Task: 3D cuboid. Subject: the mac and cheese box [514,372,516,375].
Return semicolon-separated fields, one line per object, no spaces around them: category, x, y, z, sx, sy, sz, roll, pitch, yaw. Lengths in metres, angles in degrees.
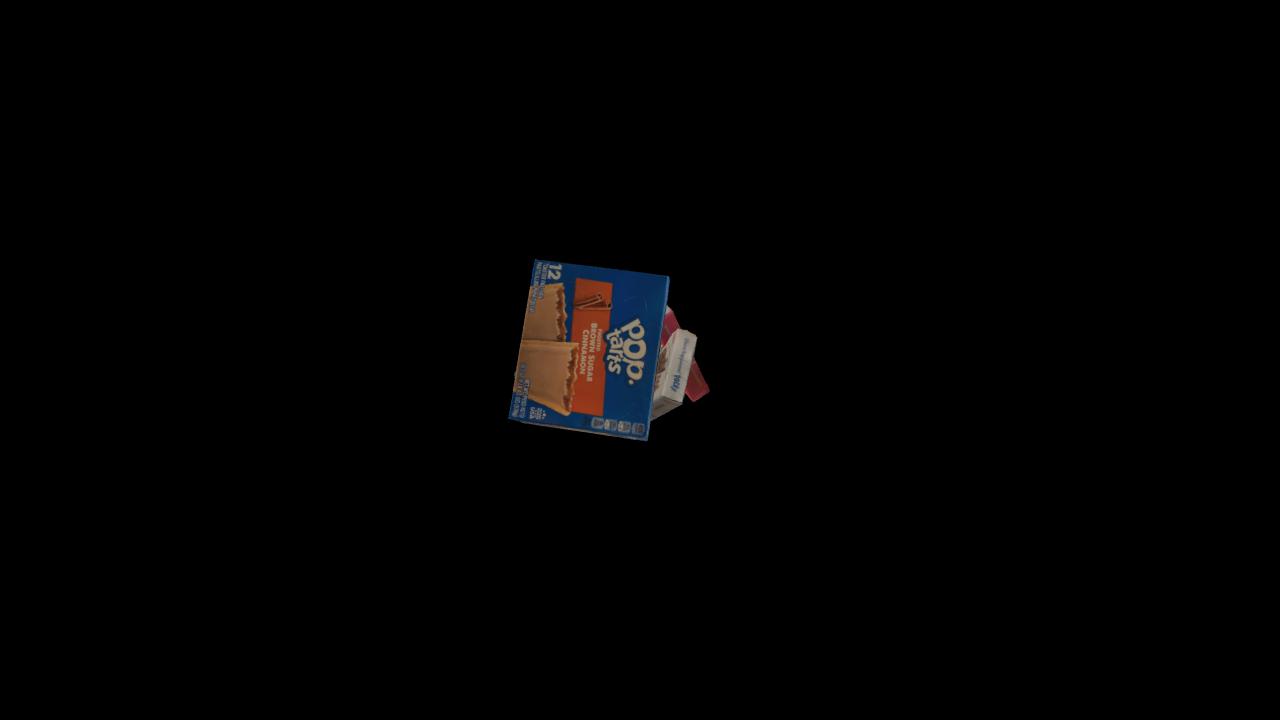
mac and cheese box;-0.050;0.028;0.755;0.184;0.041;0.093;-2;1;-37

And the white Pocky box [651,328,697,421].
white Pocky box;0.014;0.028;0.711;0.028;0.084;0.154;21;-24;-16

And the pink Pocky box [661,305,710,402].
pink Pocky box;0.032;-0.022;0.733;0.029;0.155;0.084;-34;47;-4

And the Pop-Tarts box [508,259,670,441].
Pop-Tarts box;-0.049;-0.007;0.648;0.141;0.167;0.083;8;-7;2
